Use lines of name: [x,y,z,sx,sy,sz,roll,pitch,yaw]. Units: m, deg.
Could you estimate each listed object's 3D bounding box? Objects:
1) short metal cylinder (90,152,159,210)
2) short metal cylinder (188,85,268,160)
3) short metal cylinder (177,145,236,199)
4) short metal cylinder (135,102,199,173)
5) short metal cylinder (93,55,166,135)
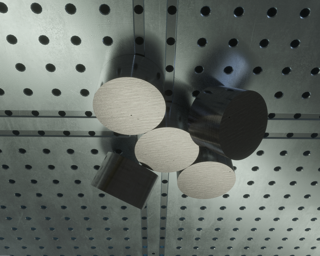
short metal cylinder: [-0.048,0.074,0.430,0.080,0.050,0.080,24,166,7]
short metal cylinder: [0.080,-0.008,0.363,0.081,0.050,0.079,-11,109,-34]
short metal cylinder: [0.064,0.057,0.445,0.081,0.050,0.079,0,130,0]
short metal cylinder: [0.009,0.013,0.406,0.081,0.050,0.079,0,130,0]
short metal cylinder: [-0.034,-0.038,0.362,0.081,0.050,0.079,0,130,0]
